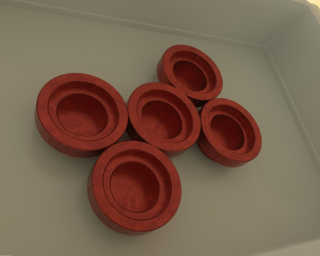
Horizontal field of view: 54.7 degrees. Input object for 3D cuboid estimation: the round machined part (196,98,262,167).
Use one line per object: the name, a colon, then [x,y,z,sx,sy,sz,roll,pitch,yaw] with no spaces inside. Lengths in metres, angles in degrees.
round machined part: [0.089,0.010,0.433,0.099,0.042,0.098,14,56,-21]

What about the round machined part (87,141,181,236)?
round machined part: [-0.030,0.066,0.334,0.099,0.042,0.098,14,56,-21]

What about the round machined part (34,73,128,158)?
round machined part: [-0.089,-0.011,0.350,0.099,0.042,0.098,14,56,-21]

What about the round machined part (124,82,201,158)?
round machined part: [-0.001,-0.006,0.394,0.099,0.042,0.098,14,56,-21]

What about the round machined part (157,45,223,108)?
round machined part: [0.040,-0.071,0.456,0.099,0.042,0.098,14,56,-21]
